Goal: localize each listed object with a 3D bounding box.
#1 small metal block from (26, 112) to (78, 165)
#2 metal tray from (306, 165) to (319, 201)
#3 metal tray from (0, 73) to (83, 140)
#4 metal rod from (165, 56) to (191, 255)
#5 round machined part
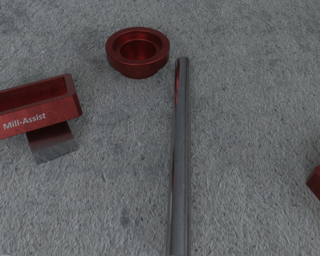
[{"bbox_3d":[-0.138,0.012,0.391,0.050,0.025,0.050,-22,54,-18],"label":"small metal block"},{"bbox_3d":[0.248,0.066,0.348,0.131,0.030,0.090,-18,53,-15],"label":"metal tray"},{"bbox_3d":[-0.172,-0.028,0.397,0.131,0.030,0.090,-17,31,-12],"label":"metal tray"},{"bbox_3d":[0.027,0.011,0.393,0.025,0.025,0.300,3,50,2],"label":"metal rod"},{"bbox_3d":[-0.034,-0.114,0.488,0.099,0.042,0.098,0,50,0],"label":"round machined part"}]
